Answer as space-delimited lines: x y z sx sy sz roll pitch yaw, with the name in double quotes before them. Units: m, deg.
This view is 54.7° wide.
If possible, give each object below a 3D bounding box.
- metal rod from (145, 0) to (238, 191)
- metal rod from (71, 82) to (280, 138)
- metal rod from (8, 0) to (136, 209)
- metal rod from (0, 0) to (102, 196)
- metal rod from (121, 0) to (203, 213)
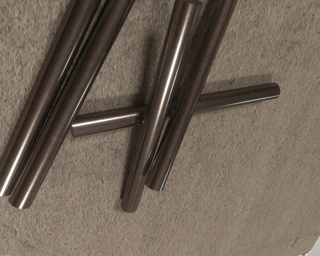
"metal rod" 0.043 -0.061 0.369 0.025 0.025 0.298 12 104 -34
"metal rod" 0.036 -0.029 0.410 0.303 0.025 0.025 -12 124 -23
"metal rod" -0.085 -0.044 0.322 0.025 0.025 0.299 22 103 -37
"metal rod" -0.108 -0.055 0.313 0.025 0.025 0.298 19 108 -36
"metal rod" -0.009 -0.001 0.369 0.025 0.025 0.298 -4 131 -27
